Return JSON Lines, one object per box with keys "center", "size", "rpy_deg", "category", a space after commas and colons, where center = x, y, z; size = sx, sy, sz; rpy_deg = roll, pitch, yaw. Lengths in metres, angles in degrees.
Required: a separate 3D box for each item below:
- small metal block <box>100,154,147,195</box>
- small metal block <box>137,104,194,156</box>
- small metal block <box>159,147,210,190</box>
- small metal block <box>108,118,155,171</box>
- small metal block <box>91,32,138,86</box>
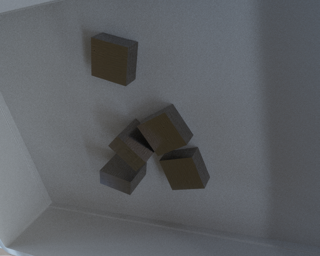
{"center": [-0.054, 0.066, 0.460], "size": [0.050, 0.050, 0.025], "rpy_deg": [18, 125, 18], "category": "small metal block"}
{"center": [0.007, 0.004, 0.406], "size": [0.050, 0.025, 0.050], "rpy_deg": [-25, 105, 36], "category": "small metal block"}
{"center": [0.034, 0.057, 0.425], "size": [0.050, 0.025, 0.050], "rpy_deg": [-10, 113, 32], "category": "small metal block"}
{"center": [-0.033, 0.022, 0.422], "size": [0.050, 0.050, 0.025], "rpy_deg": [44, 129, -2], "category": "small metal block"}
{"center": [-0.057, -0.086, 0.384], "size": [0.050, 0.025, 0.050], "rpy_deg": [19, 126, 16], "category": "small metal block"}
